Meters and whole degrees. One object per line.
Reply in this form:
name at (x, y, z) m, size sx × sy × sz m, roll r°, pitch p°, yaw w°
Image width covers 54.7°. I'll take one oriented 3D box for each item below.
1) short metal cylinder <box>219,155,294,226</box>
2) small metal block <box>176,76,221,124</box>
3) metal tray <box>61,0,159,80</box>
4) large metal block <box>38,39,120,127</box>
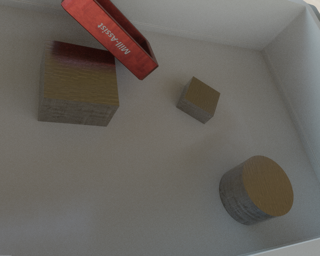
short metal cylinder at (0.126, 0.083, 0.409) m, size 0.081 × 0.050 × 0.080 m, roll 14°, pitch 56°, yaw -21°
small metal block at (0.058, -0.042, 0.464) m, size 0.050 × 0.025 × 0.050 m, roll 31°, pitch 52°, yaw -9°
metal tray at (-0.061, -0.129, 0.394) m, size 0.130 × 0.030 × 0.090 m, roll 41°, pitch 19°, yaw -33°
large metal block at (-0.098, -0.051, 0.369) m, size 0.081 × 0.050 × 0.080 m, roll 5°, pitch 60°, yaw -26°
